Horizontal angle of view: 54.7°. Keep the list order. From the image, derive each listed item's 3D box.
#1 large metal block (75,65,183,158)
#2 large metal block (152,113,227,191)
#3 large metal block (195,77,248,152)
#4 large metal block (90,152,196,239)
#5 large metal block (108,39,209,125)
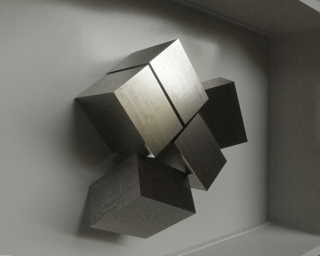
[{"bbox_3d":[-0.034,-0.017,0.342,0.050,0.080,0.080,-45,118,-31],"label":"large metal block"},{"bbox_3d":[0.024,0.028,0.390,0.050,0.080,0.080,-49,120,-29],"label":"large metal block"},{"bbox_3d":[0.076,-0.022,0.427,0.050,0.080,0.080,-16,103,2],"label":"large metal block"},{"bbox_3d":[-0.021,0.079,0.345,0.080,0.080,0.050,28,38,-37],"label":"large metal block"},{"bbox_3d":[-0.002,-0.050,0.368,0.050,0.080,0.080,-46,118,-30],"label":"large metal block"}]
